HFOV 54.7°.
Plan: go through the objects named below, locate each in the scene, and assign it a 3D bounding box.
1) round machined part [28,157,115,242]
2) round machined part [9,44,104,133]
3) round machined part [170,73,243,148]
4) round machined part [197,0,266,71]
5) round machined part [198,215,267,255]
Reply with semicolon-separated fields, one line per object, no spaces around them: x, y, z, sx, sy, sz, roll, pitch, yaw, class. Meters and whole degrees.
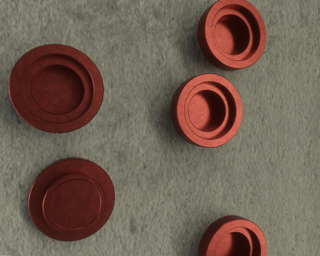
-0.101;0.085;0.363;0.099;0.042;0.097;0;90;-21;round machined part
-0.118;-0.043;0.357;0.099;0.042;0.097;0;90;-21;round machined part
0.059;-0.023;0.423;0.099;0.042;0.097;0;90;-21;round machined part
0.096;-0.129;0.437;0.099;0.042;0.097;0;90;-21;round machined part
0.098;0.172;0.438;0.099;0.042;0.097;0;90;-21;round machined part
